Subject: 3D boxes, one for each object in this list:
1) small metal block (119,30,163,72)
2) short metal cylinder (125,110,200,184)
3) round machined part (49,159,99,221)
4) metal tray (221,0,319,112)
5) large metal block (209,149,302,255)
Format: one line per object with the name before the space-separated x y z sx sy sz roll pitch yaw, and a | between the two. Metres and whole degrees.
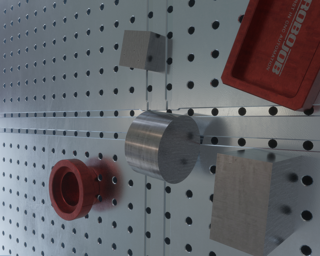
small metal block | -0.027 -0.108 0.432 0.050 0.025 0.050 17 101 38
short metal cylinder | 0.005 0.021 0.370 0.050 0.081 0.079 11 97 39
round machined part | -0.138 0.099 0.513 0.098 0.042 0.097 0 90 40
metal tray | 0.125 -0.091 0.303 0.090 0.030 0.129 29 108 36
large metal block | 0.094 0.065 0.296 0.050 0.081 0.079 8 95 40
